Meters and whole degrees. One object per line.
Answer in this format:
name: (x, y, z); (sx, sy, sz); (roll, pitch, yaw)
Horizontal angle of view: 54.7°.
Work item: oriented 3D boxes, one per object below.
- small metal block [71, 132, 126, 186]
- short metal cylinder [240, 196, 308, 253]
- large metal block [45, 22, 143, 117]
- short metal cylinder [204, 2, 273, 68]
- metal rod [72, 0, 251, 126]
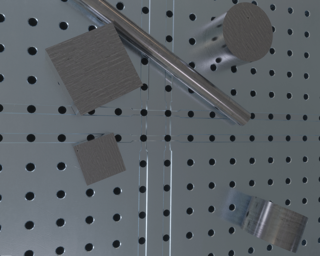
small metal block: (-0.076, 0.037, 0.385); (0.050, 0.025, 0.050); (-20, 97, -19)
short metal cylinder: (0.162, 0.136, 0.444); (0.080, 0.080, 0.050); (25, 82, -19)
large metal block: (-0.079, -0.067, 0.370); (0.080, 0.050, 0.080); (-29, 100, -18)
short metal cylinder: (0.111, -0.129, 0.440); (0.081, 0.050, 0.079); (0, 90, -20)
metal rod: (0.006, -0.094, 0.414); (0.301, 0.025, 0.025); (34, 79, -17)
